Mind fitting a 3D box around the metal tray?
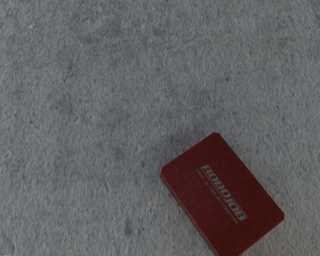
[{"bbox_3d":[0.072,0.081,0.377,0.090,0.030,0.130,-33,74,-12],"label":"metal tray"}]
